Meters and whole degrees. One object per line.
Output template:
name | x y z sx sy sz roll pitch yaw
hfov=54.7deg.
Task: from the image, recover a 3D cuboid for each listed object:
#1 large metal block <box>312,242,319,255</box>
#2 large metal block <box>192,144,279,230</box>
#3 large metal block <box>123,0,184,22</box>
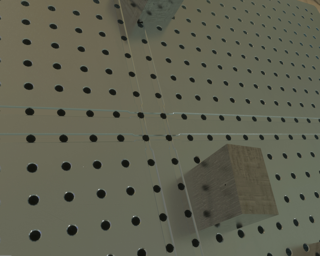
large metal block | 0.247 0.204 0.404 0.080 0.050 0.080 36 51 -5
large metal block | 0.086 0.075 0.376 0.050 0.080 0.080 8 58 -24
large metal block | -0.017 -0.231 0.526 0.081 0.050 0.080 -21 73 -36
